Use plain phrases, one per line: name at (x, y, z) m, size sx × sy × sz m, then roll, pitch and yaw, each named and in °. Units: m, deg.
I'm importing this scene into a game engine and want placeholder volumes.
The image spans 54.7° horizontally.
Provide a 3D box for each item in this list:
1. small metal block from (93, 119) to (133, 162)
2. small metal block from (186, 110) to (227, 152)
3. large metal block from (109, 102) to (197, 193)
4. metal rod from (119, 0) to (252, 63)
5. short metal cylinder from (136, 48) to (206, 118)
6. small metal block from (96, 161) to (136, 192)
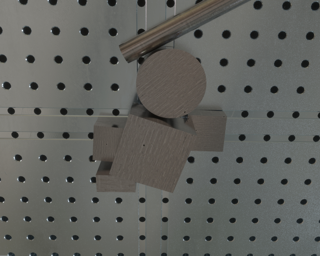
small metal block at (-0.063, 0.018, 0.419) m, size 0.050 × 0.025 × 0.050 m, roll 6°, pitch 110°, yaw -3°
small metal block at (0.060, 0.003, 0.416) m, size 0.050 × 0.025 × 0.050 m, roll 2°, pitch 110°, yaw -1°
large metal block at (-0.009, 0.023, 0.382) m, size 0.080 × 0.050 × 0.079 m, roll 18°, pitch 109°, yaw -7°
metal rod at (0.090, -0.154, 0.357) m, size 0.301 × 0.025 × 0.025 m, roll -25°, pitch 108°, yaw 8°
short metal cylinder at (0.012, -0.057, 0.376) m, size 0.081 × 0.050 × 0.079 m, roll -1°, pitch 107°, yaw -3°
small metal block at (-0.057, 0.063, 0.423) m, size 0.050 × 0.050 × 0.025 m, roll 1°, pitch 110°, yaw -1°
